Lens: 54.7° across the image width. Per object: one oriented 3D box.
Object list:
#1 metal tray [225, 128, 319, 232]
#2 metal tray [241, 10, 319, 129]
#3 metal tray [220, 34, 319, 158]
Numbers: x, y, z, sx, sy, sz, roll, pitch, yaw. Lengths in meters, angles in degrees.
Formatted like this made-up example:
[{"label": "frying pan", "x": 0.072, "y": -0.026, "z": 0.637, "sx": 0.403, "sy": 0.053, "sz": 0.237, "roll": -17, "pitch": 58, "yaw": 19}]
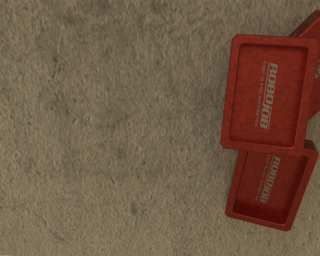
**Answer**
[{"label": "metal tray", "x": 0.144, "y": 0.071, "z": 0.415, "sx": 0.090, "sy": 0.030, "sz": 0.129, "roll": 12, "pitch": 117, "yaw": 11}, {"label": "metal tray", "x": 0.180, "y": -0.068, "z": 0.385, "sx": 0.090, "sy": 0.030, "sz": 0.130, "roll": 41, "pitch": 105, "yaw": -14}, {"label": "metal tray", "x": 0.122, "y": -0.037, "z": 0.356, "sx": 0.090, "sy": 0.030, "sz": 0.129, "roll": 7, "pitch": 99, "yaw": 12}]
